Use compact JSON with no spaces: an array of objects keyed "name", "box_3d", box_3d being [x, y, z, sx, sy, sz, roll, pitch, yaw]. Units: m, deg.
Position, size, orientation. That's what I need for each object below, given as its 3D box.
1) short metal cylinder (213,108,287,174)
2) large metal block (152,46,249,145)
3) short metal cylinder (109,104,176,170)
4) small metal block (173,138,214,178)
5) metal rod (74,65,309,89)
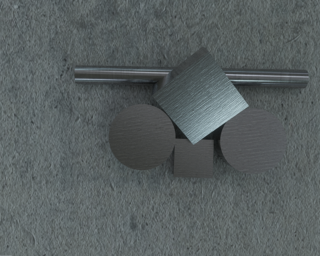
[{"name":"short metal cylinder","box_3d":[0.113,0.016,0.399,0.081,0.050,0.079,0,90,0]},{"name":"large metal block","box_3d":[0.047,-0.041,0.381,0.080,0.050,0.080,-37,107,13]},{"name":"short metal cylinder","box_3d":[-0.021,0.011,0.398,0.081,0.050,0.079,0,90,0]},{"name":"small metal block","box_3d":[0.044,0.039,0.412,0.050,0.025,0.050,2,90,0]},{"name":"metal rod","box_3d":[0.041,-0.068,0.411,0.302,0.025,0.025,1,90,0]}]
